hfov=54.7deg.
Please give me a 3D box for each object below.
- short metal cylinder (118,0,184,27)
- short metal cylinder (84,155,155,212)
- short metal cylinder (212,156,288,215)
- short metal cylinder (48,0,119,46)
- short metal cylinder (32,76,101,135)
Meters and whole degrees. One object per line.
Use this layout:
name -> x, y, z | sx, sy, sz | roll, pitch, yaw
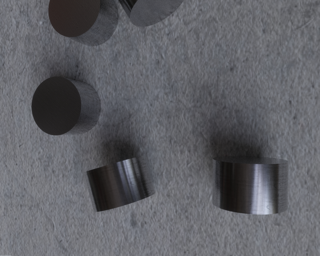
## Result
short metal cylinder -> -0.013, -0.172, 0.384 | 0.080, 0.080, 0.050 | -33, 80, 17
short metal cylinder -> -0.051, 0.070, 0.397 | 0.080, 0.080, 0.050 | -18, 84, 19
short metal cylinder -> 0.099, 0.060, 0.345 | 0.080, 0.080, 0.050 | 1, 90, 19
short metal cylinder -> -0.106, -0.160, 0.432 | 0.080, 0.050, 0.079 | 0, 90, 19
short metal cylinder -> -0.132, -0.030, 0.441 | 0.080, 0.050, 0.079 | 0, 90, 19
